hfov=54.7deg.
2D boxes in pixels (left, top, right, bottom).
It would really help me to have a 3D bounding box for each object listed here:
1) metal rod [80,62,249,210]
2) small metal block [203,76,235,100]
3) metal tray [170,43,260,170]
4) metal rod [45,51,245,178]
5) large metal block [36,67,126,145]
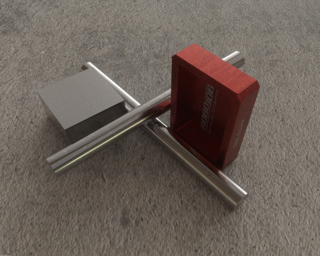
[{"bbox_3d":[-0.012,-0.005,0.409,0.025,0.025,0.300,-35,58,-26],"label":"metal rod"},{"bbox_3d":[0.083,-0.054,0.451,0.050,0.025,0.050,-29,56,-22],"label":"small metal block"},{"bbox_3d":[0.054,-0.019,0.352,0.030,0.129,0.090,-36,59,-25],"label":"metal tray"},{"bbox_3d":[-0.001,-0.029,0.396,0.302,0.025,0.025,-32,57,-25],"label":"metal rod"},{"bbox_3d":[-0.100,-0.025,0.407,0.081,0.050,0.080,-30,56,-23],"label":"large metal block"}]
